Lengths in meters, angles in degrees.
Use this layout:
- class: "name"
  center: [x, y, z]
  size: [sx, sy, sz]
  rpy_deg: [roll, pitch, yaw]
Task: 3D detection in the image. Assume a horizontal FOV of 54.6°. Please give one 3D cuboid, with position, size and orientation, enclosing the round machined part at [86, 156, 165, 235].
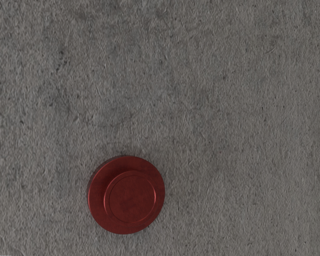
- class: "round machined part"
  center: [-0.039, 0.084, 0.386]
  size: [0.099, 0.042, 0.097]
  rpy_deg: [0, 90, -20]
